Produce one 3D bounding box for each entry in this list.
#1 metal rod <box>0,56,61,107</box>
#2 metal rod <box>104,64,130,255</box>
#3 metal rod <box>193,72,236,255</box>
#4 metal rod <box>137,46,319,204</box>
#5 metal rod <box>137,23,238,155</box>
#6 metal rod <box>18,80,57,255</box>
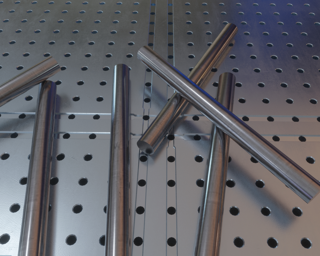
[{"bbox_3d":[-0.262,-0.007,0.395,0.301,0.025,0.025,-38,60,-22],"label":"metal rod"},{"bbox_3d":[-0.050,0.024,0.387,0.025,0.025,0.300,-3,50,-2],"label":"metal rod"},{"bbox_3d":[0.070,0.037,0.376,0.025,0.025,0.300,10,51,8],"label":"metal rod"},{"bbox_3d":[0.068,-0.022,0.392,0.025,0.025,0.300,-31,57,-23],"label":"metal rod"},{"bbox_3d":[0.055,-0.076,0.471,0.025,0.025,0.301,23,54,18],"label":"metal rod"},{"bbox_3d":[-0.141,0.052,0.363,0.025,0.025,0.300,-7,50,-6],"label":"metal rod"}]
